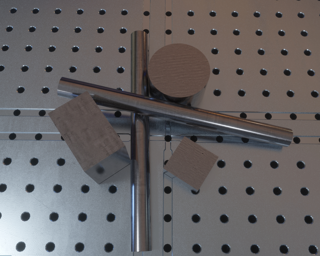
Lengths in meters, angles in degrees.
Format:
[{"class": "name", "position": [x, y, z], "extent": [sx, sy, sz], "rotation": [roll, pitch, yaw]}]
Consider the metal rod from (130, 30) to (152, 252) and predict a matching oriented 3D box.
[{"class": "metal rod", "position": [-0.026, 0.003, 0.410], "extent": [0.025, 0.025, 0.299], "rotation": [-1, 70, -1]}]

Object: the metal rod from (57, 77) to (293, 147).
[{"class": "metal rod", "position": [0.023, -0.019, 0.399], "extent": [0.302, 0.025, 0.025], "rotation": [12, 70, -4]}]

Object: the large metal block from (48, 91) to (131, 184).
[{"class": "large metal block", "position": [-0.081, 0.015, 0.375], "extent": [0.050, 0.080, 0.080], "rotation": [-33, 74, -11]}]

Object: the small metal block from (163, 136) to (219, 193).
[{"class": "small metal block", "position": [0.039, 0.047, 0.396], "extent": [0.050, 0.025, 0.050], "rotation": [32, 73, 10]}]

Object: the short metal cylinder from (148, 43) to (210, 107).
[{"class": "short metal cylinder", "position": [0.025, -0.067, 0.423], "extent": [0.081, 0.050, 0.080], "rotation": [0, 70, 0]}]
